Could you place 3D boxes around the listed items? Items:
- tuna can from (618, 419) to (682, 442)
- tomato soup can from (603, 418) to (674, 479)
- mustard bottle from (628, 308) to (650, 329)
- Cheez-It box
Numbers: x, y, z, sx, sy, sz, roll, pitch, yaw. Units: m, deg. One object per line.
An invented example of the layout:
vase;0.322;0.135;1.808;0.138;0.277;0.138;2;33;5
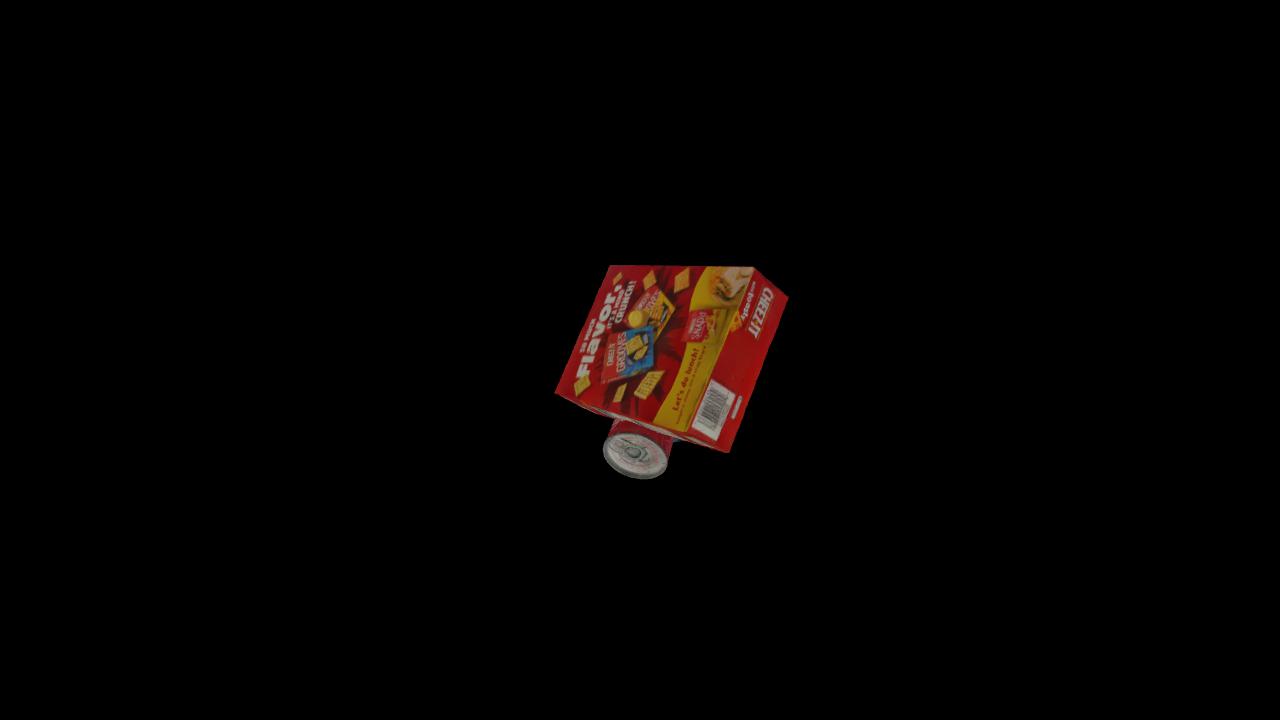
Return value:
tuna can;0.033;0.043;0.650;0.084;0.084;0.034;0;-22;41
tomato soup can;0.007;0.066;0.650;0.068;0.068;0.101;0;39;19
mustard bottle;0.054;-0.032;0.681;0.184;0.092;0.054;8;-47;-48
Cheez-It box;0.022;-0.011;0.634;0.071;0.166;0.223;32;-14;-38
